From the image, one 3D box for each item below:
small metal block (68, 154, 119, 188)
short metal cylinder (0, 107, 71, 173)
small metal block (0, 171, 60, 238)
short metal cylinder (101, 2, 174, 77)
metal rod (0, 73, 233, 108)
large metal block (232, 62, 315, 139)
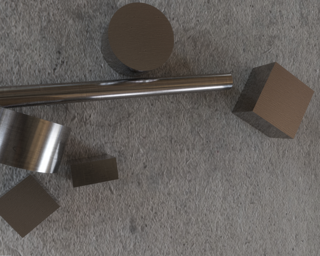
[{"bbox_3d":[-0.081,0.049,0.367,0.050,0.050,0.025,-8,93,-20],"label":"small metal block"},{"bbox_3d":[-0.141,0.013,0.328,0.081,0.080,0.050,18,84,-20],"label":"short metal cylinder"},{"bbox_3d":[-0.152,0.086,0.353,0.050,0.025,0.050,-40,103,-16],"label":"small metal block"},{"bbox_3d":[-0.029,-0.107,0.386,0.081,0.050,0.079,0,90,-21],"label":"short metal cylinder"},{"bbox_3d":[-0.043,-0.050,0.393,0.303,0.025,0.025,-7,93,-20],"label":"metal rod"},{"bbox_3d":[0.167,-0.038,0.459,0.080,0.050,0.080,31,80,-18],"label":"large metal block"}]
